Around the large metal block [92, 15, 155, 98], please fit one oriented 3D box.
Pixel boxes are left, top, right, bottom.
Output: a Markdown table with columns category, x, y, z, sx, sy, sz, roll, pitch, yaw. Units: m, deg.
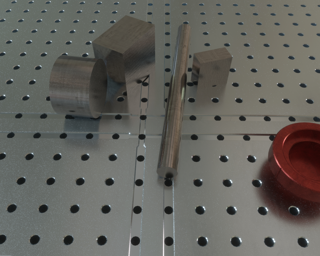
| category | x | y | z | sx | sy | sz | roll | pitch | yaw |
| --- | --- | --- | --- | --- | --- | --- | --- | --- | --- |
| large metal block | -0.050 | -0.107 | 0.461 | 0.050 | 0.080 | 0.080 | 24 | 54 | 19 |

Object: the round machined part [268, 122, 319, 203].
| category | x | y | z | sx | sy | sz | roll | pitch | yaw |
| --- | --- | --- | --- | --- | --- | --- | --- | --- | --- |
| round machined part | 0.176 | 0.043 | 0.363 | 0.099 | 0.042 | 0.098 | 0 | 50 | 0 |

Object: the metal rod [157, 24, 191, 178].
| category | x | y | z | sx | sy | sz | roll | pitch | yaw |
| --- | --- | --- | --- | --- | --- | --- | --- | --- | --- |
| metal rod | 0.026 | -0.062 | 0.459 | 0.025 | 0.025 | 0.300 | 6 | 50 | 4 |

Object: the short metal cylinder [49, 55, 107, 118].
| category | x | y | z | sx | sy | sz | roll | pitch | yaw |
| --- | --- | --- | --- | --- | --- | --- | --- | --- | --- |
| short metal cylinder | -0.107 | -0.055 | 0.417 | 0.050 | 0.080 | 0.080 | 7 | 50 | 5 |

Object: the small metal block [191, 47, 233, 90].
| category | x | y | z | sx | sy | sz | roll | pitch | yaw |
| --- | --- | --- | --- | --- | --- | --- | --- | --- | --- |
| small metal block | 0.077 | -0.090 | 0.468 | 0.050 | 0.050 | 0.025 | -14 | 52 | -12 |
